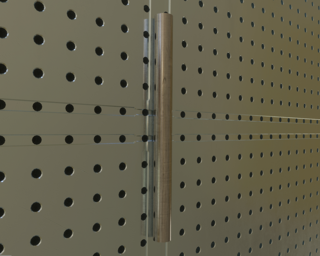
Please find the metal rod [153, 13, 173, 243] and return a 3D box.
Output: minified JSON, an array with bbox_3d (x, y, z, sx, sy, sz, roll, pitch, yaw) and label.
[{"bbox_3d":[0.004,-0.001,0.414,0.025,0.025,0.298,1,90,-40],"label":"metal rod"}]
